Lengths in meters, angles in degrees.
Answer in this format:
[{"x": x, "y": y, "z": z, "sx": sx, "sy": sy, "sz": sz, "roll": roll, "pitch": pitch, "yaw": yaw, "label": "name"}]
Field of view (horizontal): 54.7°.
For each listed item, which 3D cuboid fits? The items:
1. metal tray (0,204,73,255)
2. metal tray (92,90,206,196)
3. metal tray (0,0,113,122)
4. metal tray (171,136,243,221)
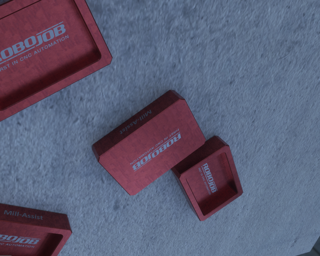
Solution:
[{"x": -0.191, "y": 0.143, "z": 0.388, "sx": 0.131, "sy": 0.030, "sz": 0.090, "roll": 24, "pitch": 105, "yaw": -37, "label": "metal tray"}, {"x": -0.011, "y": 0.021, "z": 0.412, "sx": 0.130, "sy": 0.030, "sz": 0.090, "roll": -36, "pitch": 130, "yaw": -5, "label": "metal tray"}, {"x": -0.122, "y": -0.075, "z": 0.290, "sx": 0.131, "sy": 0.030, "sz": 0.090, "roll": -30, "pitch": 129, "yaw": -9, "label": "metal tray"}, {"x": 0.079, "y": 0.085, "z": 0.501, "sx": 0.090, "sy": 0.030, "sz": 0.130, "roll": -32, "pitch": 129, "yaw": -8, "label": "metal tray"}]
